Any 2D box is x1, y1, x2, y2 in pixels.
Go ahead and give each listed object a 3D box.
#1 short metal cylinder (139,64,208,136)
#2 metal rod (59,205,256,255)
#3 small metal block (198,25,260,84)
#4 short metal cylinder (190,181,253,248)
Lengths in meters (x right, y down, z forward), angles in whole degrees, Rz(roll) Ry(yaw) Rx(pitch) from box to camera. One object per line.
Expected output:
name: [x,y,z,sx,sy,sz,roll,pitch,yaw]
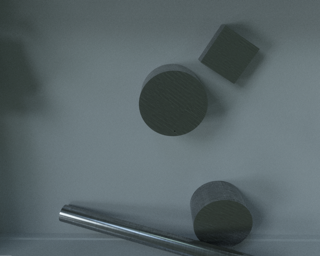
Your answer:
short metal cylinder: [0.016,-0.036,0.385,0.081,0.050,0.079,0,110,-1]
metal rod: [0.003,0.156,0.431,0.301,0.025,0.025,12,110,10]
small metal block: [0.083,-0.090,0.379,0.050,0.025,0.050,31,107,-11]
short metal cylinder: [0.086,0.123,0.445,0.081,0.050,0.079,0,110,-1]
